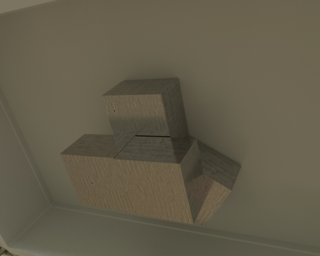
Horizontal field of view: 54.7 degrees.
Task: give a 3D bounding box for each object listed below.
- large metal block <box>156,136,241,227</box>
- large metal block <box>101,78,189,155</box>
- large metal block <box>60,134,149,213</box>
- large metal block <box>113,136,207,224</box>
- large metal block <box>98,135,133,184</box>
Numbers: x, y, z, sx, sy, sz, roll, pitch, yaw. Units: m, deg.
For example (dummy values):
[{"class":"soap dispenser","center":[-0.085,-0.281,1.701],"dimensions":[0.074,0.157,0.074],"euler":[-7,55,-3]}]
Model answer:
[{"class":"large metal block","center":[0.047,0.070,0.407],"dimensions":[0.080,0.050,0.079],"euler":[30,128,9]},{"class":"large metal block","center":[-0.016,-0.015,0.390],"dimensions":[0.080,0.050,0.080],"euler":[2,119,27]},{"class":"large metal block","center":[-0.068,0.055,0.396],"dimensions":[0.080,0.050,0.080],"euler":[1,119,28]},{"class":"large metal block","center":[0.003,0.058,0.358],"dimensions":[0.080,0.050,0.080],"euler":[1,119,28]},{"class":"large metal block","center":[-0.048,0.064,0.455],"dimensions":[0.080,0.050,0.080],"euler":[-29,103,37]}]
